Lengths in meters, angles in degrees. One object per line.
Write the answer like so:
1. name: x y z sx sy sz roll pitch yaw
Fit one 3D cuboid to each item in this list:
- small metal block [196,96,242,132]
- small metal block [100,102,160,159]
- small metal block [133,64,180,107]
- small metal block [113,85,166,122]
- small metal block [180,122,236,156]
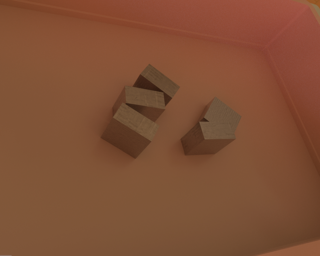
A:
1. small metal block: 0.087 -0.010 0.458 0.050 0.025 0.050 37 51 -4
2. small metal block: -0.036 0.005 0.367 0.050 0.050 0.025 32 52 -7
3. small metal block: -0.010 -0.049 0.414 0.050 0.050 0.025 37 51 -4
4. small metal block: -0.028 -0.025 0.390 0.050 0.050 0.025 8 59 -24
5. small metal block: 0.064 0.015 0.415 0.050 0.050 0.025 0 62 -28
